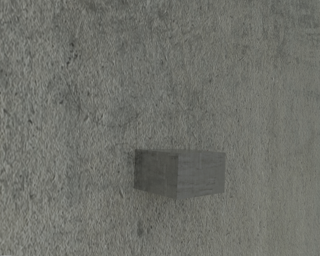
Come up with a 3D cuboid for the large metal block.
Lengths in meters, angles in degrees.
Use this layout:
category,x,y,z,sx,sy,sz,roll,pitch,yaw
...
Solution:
category,x,y,z,sx,sy,sz,roll,pitch,yaw
large metal block,0.024,0.053,0.389,0.081,0.080,0.050,3,88,-40
